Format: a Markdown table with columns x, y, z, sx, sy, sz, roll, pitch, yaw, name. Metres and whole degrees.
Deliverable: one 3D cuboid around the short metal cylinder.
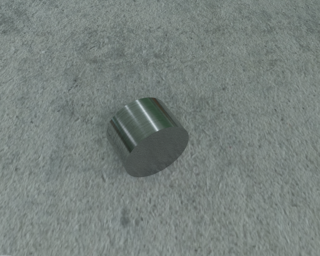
| x | y | z | sx | sy | sz | roll | pitch | yaw | name |
| --- | --- | --- | --- | --- | --- | --- | --- | --- | --- |
| -0.014 | 0.011 | 0.358 | 0.081 | 0.080 | 0.050 | -24 | 54 | -19 | short metal cylinder |
